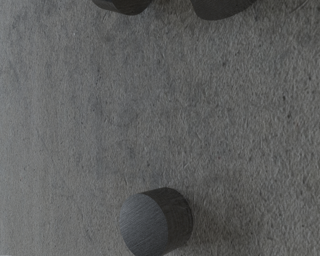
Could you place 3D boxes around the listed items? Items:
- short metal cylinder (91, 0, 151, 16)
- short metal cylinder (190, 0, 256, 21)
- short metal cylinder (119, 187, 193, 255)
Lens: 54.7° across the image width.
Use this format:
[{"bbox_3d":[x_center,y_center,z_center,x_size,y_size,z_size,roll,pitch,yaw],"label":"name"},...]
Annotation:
[{"bbox_3d":[-0.052,-0.195,0.412,0.050,0.081,0.079,28,108,36],"label":"short metal cylinder"},{"bbox_3d":[0.065,-0.156,0.316,0.080,0.081,0.050,-30,72,36],"label":"short metal cylinder"},{"bbox_3d":[-0.005,0.119,0.393,0.080,0.050,0.080,0,90,40],"label":"short metal cylinder"}]
